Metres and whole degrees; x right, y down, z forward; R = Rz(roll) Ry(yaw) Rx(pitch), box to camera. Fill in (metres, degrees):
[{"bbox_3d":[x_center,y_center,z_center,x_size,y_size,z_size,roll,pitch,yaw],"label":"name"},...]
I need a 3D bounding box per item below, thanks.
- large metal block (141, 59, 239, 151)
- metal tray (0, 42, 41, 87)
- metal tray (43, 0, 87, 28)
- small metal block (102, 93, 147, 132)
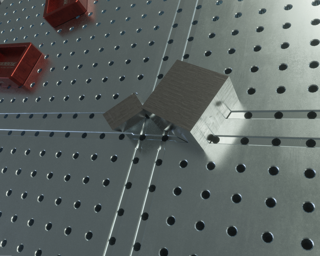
[{"bbox_3d":[0.038,-0.031,0.390,0.080,0.050,0.080,28,77,37],"label":"large metal block"},{"bbox_3d":[-0.321,-0.134,0.651,0.130,0.030,0.090,7,65,30],"label":"metal tray"},{"bbox_3d":[-0.208,-0.291,0.689,0.090,0.030,0.130,-19,54,17],"label":"metal tray"},{"bbox_3d":[-0.043,-0.020,0.422,0.050,0.050,0.025,-34,82,6],"label":"small metal block"}]
